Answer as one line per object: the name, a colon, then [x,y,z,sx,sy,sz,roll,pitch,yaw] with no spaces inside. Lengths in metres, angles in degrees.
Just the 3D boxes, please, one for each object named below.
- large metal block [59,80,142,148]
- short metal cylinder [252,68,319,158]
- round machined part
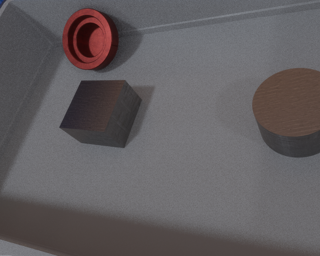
large metal block: [-0.083,-0.021,0.445,0.080,0.050,0.080,4,64,30]
short metal cylinder: [0.142,-0.015,0.324,0.080,0.050,0.080,-13,56,20]
round machined part: [-0.111,-0.146,0.521,0.098,0.042,0.097,3,99,23]
